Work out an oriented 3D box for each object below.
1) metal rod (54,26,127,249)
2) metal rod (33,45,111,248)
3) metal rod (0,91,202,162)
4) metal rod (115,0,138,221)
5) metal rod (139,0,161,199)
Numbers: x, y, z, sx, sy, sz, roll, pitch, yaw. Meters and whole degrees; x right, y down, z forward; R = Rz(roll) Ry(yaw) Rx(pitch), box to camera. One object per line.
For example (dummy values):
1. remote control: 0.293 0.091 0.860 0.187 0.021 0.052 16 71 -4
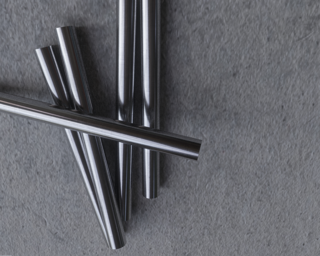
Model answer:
1. metal rod: -0.086 0.023 0.403 0.025 0.025 0.298 -10 105 3
2. metal rod: -0.105 0.039 0.422 0.025 0.025 0.298 -13 110 4
3. metal rod: -0.101 -0.009 0.368 0.301 0.025 0.025 13 110 9
4. metal rod: -0.046 -0.010 0.405 0.025 0.025 0.298 3 110 -2
5. metal rod: -0.012 -0.045 0.392 0.025 0.025 0.298 0 110 -1
